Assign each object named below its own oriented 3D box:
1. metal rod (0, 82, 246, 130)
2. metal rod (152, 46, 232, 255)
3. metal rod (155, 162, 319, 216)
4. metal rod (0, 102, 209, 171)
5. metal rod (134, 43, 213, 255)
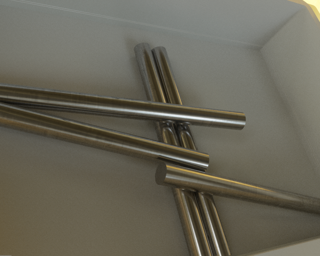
[{"bbox_3d":[-0.034,-0.023,0.376,0.302,0.025,0.025,6,59,-18],"label":"metal rod"},{"bbox_3d":[0.034,0.015,0.412,0.025,0.025,0.299,-1,62,-29],"label":"metal rod"},{"bbox_3d":[0.131,0.086,0.402,0.302,0.025,0.025,16,55,-26],"label":"metal rod"},{"bbox_3d":[-0.088,0.006,0.338,0.302,0.025,0.025,15,56,-14],"label":"metal rod"},{"bbox_3d":[0.010,0.013,0.401,0.025,0.025,0.299,-1,62,-29],"label":"metal rod"}]
